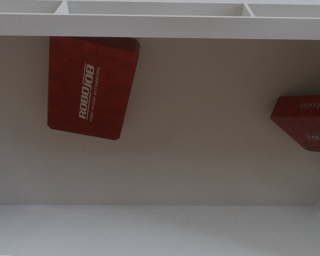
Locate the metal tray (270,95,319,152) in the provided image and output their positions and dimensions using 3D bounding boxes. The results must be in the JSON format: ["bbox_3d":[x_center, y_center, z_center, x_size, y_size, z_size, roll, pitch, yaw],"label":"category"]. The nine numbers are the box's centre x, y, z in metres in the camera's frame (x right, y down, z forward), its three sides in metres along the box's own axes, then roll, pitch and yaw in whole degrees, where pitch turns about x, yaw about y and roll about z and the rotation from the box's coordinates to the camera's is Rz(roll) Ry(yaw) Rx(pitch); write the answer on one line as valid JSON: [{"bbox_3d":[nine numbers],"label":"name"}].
[{"bbox_3d":[0.206,-0.002,0.352,0.090,0.030,0.130,34,166,-26],"label":"metal tray"}]

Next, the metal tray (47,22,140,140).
[{"bbox_3d":[-0.081,-0.048,0.364,0.091,0.030,0.129,11,129,-10],"label":"metal tray"}]
